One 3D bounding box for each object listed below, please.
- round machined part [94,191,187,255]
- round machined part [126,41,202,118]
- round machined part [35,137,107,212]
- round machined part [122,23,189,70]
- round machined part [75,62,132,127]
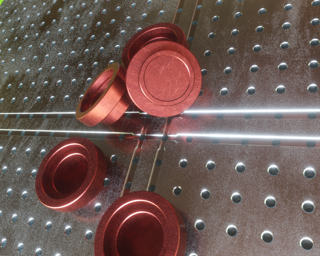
[{"bbox_3d":[-0.017,0.121,0.331,0.098,0.042,0.098,-13,56,20],"label":"round machined part"},{"bbox_3d":[0.006,-0.062,0.394,0.098,0.098,0.042,-43,9,-2],"label":"round machined part"},{"bbox_3d":[-0.113,0.064,0.415,0.098,0.042,0.098,-13,57,20],"label":"round machined part"},{"bbox_3d":[-0.004,-0.107,0.461,0.098,0.042,0.098,-12,54,18],"label":"round machined part"},{"bbox_3d":[-0.074,-0.043,0.445,0.098,0.042,0.098,-37,32,28],"label":"round machined part"}]
